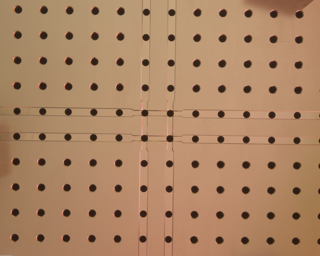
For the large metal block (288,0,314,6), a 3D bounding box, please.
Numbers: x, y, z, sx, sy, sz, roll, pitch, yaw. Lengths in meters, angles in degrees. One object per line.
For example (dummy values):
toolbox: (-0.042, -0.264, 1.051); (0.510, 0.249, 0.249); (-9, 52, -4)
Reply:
large metal block: (0.175, -0.218, 0.402); (0.080, 0.050, 0.080); (16, 90, 0)
